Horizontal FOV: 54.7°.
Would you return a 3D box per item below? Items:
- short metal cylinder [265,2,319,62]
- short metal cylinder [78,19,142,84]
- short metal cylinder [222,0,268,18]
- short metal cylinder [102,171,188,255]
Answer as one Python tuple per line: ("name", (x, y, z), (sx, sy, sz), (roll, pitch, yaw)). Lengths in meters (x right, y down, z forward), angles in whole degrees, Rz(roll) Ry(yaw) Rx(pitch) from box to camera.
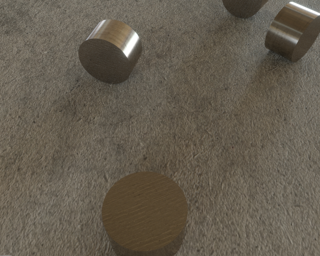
("short metal cylinder", (0.215, -0.153, 0.498), (0.080, 0.080, 0.050), (-35, 59, -26))
("short metal cylinder", (-0.073, -0.112, 0.461), (0.080, 0.080, 0.050), (13, 51, 10))
("short metal cylinder", (0.164, -0.256, 0.584), (0.080, 0.080, 0.050), (29, 56, 22))
("short metal cylinder", (-0.014, 0.091, 0.310), (0.080, 0.050, 0.080), (0, 50, 0))
